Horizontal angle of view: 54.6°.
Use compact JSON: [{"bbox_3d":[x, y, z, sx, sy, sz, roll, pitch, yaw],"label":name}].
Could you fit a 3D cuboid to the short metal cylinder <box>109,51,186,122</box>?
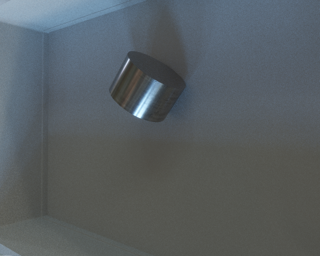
[{"bbox_3d":[-0.015,-0.052,0.385,0.080,0.081,0.050,48,119,29],"label":"short metal cylinder"}]
